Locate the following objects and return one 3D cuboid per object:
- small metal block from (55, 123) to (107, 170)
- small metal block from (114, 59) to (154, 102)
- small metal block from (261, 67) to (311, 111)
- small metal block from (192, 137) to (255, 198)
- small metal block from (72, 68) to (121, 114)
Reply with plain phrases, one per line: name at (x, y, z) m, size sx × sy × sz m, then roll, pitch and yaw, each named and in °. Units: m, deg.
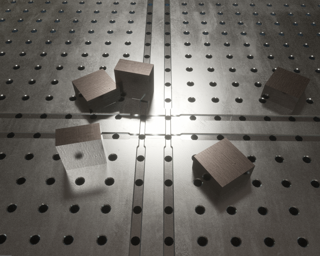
small metal block at (-0.093, 0.023, 0.371) m, size 0.050 × 0.050 × 0.025 m, roll -9°, pitch 51°, yaw -8°
small metal block at (-0.036, -0.069, 0.449) m, size 0.050 × 0.050 × 0.025 m, roll 11°, pitch 51°, yaw 8°
small metal block at (0.186, -0.059, 0.460) m, size 0.050 × 0.025 × 0.050 m, roll 28°, pitch 55°, yaw 21°
small metal block at (0.075, 0.046, 0.370) m, size 0.050 × 0.025 × 0.050 m, roll -27°, pitch 56°, yaw -22°
small metal block at (-0.093, -0.055, 0.453) m, size 0.050 × 0.025 × 0.050 m, roll -28°, pitch 56°, yaw -22°
